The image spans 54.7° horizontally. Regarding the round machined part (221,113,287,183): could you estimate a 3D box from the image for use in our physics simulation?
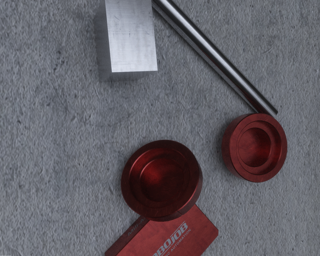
[{"bbox_3d":[0.132,0.028,0.450,0.099,0.042,0.097,0,90,-21],"label":"round machined part"}]

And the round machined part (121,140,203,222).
[{"bbox_3d":[0.005,0.067,0.384,0.098,0.098,0.042,-52,147,-13],"label":"round machined part"}]

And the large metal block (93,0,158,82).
[{"bbox_3d":[-0.044,-0.100,0.364,0.050,0.080,0.079,-6,92,-20],"label":"large metal block"}]

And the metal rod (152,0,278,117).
[{"bbox_3d":[0.061,-0.115,0.432,0.300,0.025,0.025,41,77,-16],"label":"metal rod"}]

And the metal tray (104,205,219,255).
[{"bbox_3d":[0.004,0.153,0.409,0.130,0.030,0.090,-44,104,-15],"label":"metal tray"}]
